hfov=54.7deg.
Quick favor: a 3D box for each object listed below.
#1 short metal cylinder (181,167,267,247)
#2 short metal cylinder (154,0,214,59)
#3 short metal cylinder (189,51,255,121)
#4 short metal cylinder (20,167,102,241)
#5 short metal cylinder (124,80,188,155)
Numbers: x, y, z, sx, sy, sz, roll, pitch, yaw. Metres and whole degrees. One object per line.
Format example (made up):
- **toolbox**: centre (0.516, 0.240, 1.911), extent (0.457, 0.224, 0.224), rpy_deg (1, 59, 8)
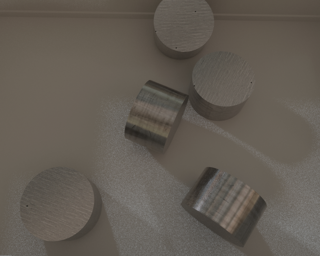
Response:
- **short metal cylinder**: centre (0.071, 0.088, 0.349), extent (0.080, 0.080, 0.050), rpy_deg (34, 74, 11)
- **short metal cylinder**: centre (0.031, -0.141, 0.435), extent (0.081, 0.050, 0.079), rpy_deg (0, 90, -2)
- **short metal cylinder**: centre (0.081, -0.055, 0.418), extent (0.081, 0.050, 0.080), rpy_deg (0, 70, 0)
- **short metal cylinder**: centre (-0.113, 0.090, 0.362), extent (0.081, 0.050, 0.080), rpy_deg (0, 70, 0)
- **short metal cylinder**: centre (-0.003, -0.013, 0.385), extent (0.050, 0.080, 0.080), rpy_deg (23, 72, 8)
